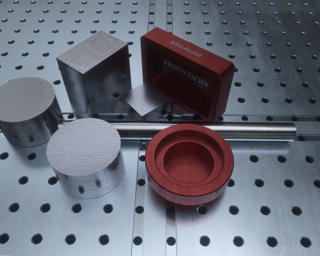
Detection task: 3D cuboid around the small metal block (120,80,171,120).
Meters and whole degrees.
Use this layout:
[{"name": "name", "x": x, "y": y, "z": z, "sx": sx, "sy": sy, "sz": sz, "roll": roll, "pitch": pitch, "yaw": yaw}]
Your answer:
[{"name": "small metal block", "x": -0.020, "y": -0.034, "z": 0.436, "sx": 0.050, "sy": 0.025, "sz": 0.050, "roll": -32, "pitch": 57, "yaw": -24}]

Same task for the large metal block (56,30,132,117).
[{"name": "large metal block", "x": -0.088, "y": -0.076, "z": 0.435, "sx": 0.050, "sy": 0.080, "sz": 0.080, "roll": 32, "pitch": 57, "yaw": 23}]

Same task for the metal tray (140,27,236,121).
[{"name": "metal tray", "x": 0.033, "y": -0.072, "z": 0.425, "sx": 0.130, "sy": 0.090, "sz": 0.030, "roll": 33, "pitch": 58, "yaw": 24}]

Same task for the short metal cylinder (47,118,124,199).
[{"name": "short metal cylinder", "x": -0.084, "y": 0.035, "z": 0.361, "sx": 0.080, "sy": 0.050, "sz": 0.080, "roll": 0, "pitch": 50, "yaw": 0}]

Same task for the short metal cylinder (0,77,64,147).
[{"name": "short metal cylinder", "x": -0.173, "y": -0.022, "z": 0.408, "sx": 0.080, "sy": 0.050, "sz": 0.080, "roll": 0, "pitch": 50, "yaw": 0}]

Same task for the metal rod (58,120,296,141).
[{"name": "metal rod", "x": 0.022, "y": 0.003, "z": 0.405, "sx": 0.302, "sy": 0.025, "sz": 0.025, "roll": 1, "pitch": 50, "yaw": 0}]

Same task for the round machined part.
[{"name": "round machined part", "x": 0.033, "y": 0.045, "z": 0.359, "sx": 0.099, "sy": 0.042, "sz": 0.098, "roll": 0, "pitch": 50, "yaw": 0}]
